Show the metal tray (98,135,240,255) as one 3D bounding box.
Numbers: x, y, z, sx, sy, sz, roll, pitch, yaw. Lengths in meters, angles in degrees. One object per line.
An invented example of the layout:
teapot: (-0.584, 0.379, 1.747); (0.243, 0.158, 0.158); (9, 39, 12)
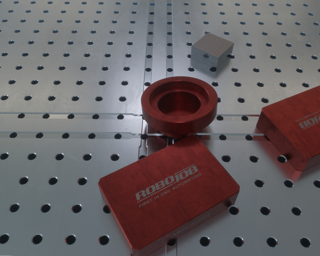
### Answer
metal tray: (0.009, 0.070, 0.345); (0.131, 0.030, 0.090); (-24, 54, -19)

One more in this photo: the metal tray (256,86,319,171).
metal tray: (0.209, -0.007, 0.412); (0.131, 0.030, 0.090); (-20, 53, -17)

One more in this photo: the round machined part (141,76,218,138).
round machined part: (0.026, -0.024, 0.411); (0.099, 0.042, 0.098); (-2, 42, 2)

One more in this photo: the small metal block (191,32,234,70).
small metal block: (0.087, -0.129, 0.516); (0.050, 0.025, 0.050); (31, 56, 23)
